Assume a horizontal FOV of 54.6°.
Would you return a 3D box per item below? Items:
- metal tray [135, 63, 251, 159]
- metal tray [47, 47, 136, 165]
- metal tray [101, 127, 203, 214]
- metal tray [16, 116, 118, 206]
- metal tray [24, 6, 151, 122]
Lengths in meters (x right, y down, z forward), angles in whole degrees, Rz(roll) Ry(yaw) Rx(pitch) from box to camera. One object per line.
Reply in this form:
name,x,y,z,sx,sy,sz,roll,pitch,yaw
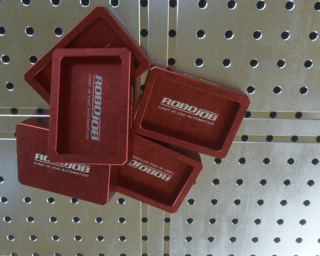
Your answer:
metal tray,0.038,-0.021,0.402,0.131,0.030,0.089,17,110,-7
metal tray,-0.077,-0.024,0.355,0.090,0.030,0.129,1,86,7
metal tray,-0.018,0.055,0.430,0.131,0.030,0.090,24,109,-9
metal tray,-0.121,0.042,0.407,0.130,0.030,0.089,11,111,10
metal tray,-0.087,-0.073,0.382,0.130,0.030,0.090,-38,105,12
